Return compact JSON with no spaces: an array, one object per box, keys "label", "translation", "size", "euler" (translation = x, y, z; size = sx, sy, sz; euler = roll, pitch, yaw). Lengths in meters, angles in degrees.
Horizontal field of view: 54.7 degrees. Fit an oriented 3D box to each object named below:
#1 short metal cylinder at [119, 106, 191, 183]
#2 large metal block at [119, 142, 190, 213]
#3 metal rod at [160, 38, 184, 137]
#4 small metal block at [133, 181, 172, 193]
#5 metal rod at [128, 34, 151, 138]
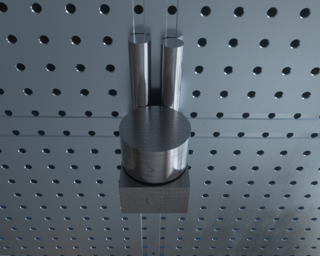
[{"label":"short metal cylinder","translation":[-0.006,0.018,0.363],"size":[0.081,0.080,0.050],"euler":[1,130,-1]},{"label":"large metal block","translation":[-0.007,0.060,0.394],"size":[0.081,0.080,0.050],"euler":[0,130,-1]},{"label":"metal rod","translation":[0.011,0.021,0.431],"size":[0.025,0.025,0.298],"euler":[0,130,-1]},{"label":"small metal block","translation":[-0.008,0.077,0.431],"size":[0.050,0.050,0.025],"euler":[-32,141,-34]},{"label":"metal rod","translation":[-0.025,0.018,0.428],"size":[0.025,0.025,0.298],"euler":[0,130,-1]}]
